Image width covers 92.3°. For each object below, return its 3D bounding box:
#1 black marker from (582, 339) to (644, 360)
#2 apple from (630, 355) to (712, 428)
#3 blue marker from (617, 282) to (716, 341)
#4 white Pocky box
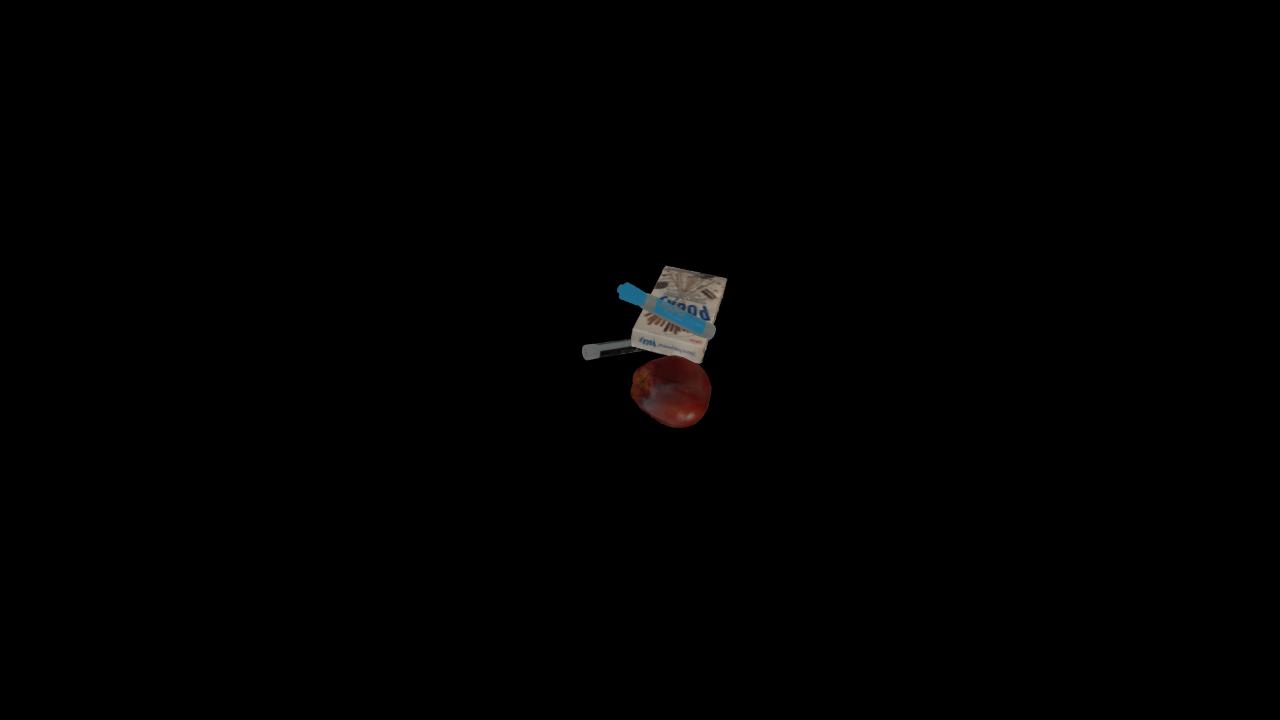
[{"bbox_3d":[-0.014,-0.017,0.758,0.121,0.020,0.020,-9,5,-30],"label":"black marker"},{"bbox_3d":[0.036,0.034,0.675,0.093,0.079,0.079,20,-11,-33],"label":"apple"},{"bbox_3d":[0.028,-0.050,0.643,0.121,0.020,0.020,23,-11,-28],"label":"blue marker"},{"bbox_3d":[0.049,-0.058,0.723,0.084,0.028,0.154,14,39,9],"label":"white Pocky box"}]
